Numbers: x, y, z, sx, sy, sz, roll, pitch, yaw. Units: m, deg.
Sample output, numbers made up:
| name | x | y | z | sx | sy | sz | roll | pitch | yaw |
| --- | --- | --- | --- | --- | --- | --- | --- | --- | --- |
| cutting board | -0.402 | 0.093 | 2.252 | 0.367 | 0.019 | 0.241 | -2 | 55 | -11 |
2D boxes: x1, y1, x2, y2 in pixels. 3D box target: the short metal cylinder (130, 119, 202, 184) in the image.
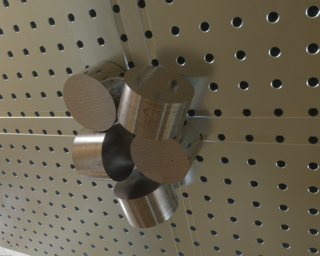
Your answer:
| name | x | y | z | sx | sy | sz | roll | pitch | yaw |
| --- | --- | --- | --- | --- | --- | --- | --- | --- | --- |
| short metal cylinder | 0.009 | 0.026 | 0.407 | 0.080 | 0.050 | 0.079 | 13 | 124 | 20 |

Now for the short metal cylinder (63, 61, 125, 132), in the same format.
| name | x | y | z | sx | sy | sz | roll | pitch | yaw |
| --- | --- | --- | --- | --- | --- | --- | --- | --- | --- |
| short metal cylinder | -0.079 | -0.042 | 0.410 | 0.080 | 0.050 | 0.079 | 14 | 125 | 21 |

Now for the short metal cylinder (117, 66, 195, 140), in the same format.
| name | x | y | z | sx | sy | sz | roll | pitch | yaw |
| --- | --- | --- | --- | --- | --- | --- | --- | --- | --- |
| short metal cylinder | -0.006 | -0.031 | 0.360 | 0.080 | 0.080 | 0.050 | 25 | 127 | 12 |

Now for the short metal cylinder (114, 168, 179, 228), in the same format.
| name | x | y | z | sx | sy | sz | roll | pitch | yaw |
| --- | --- | --- | --- | --- | --- | --- | --- | --- | --- |
| short metal cylinder | -0.019 | 0.096 | 0.444 | 0.080 | 0.080 | 0.050 | -6 | 116 | 31 |

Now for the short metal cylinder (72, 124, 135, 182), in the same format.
| name | x | y | z | sx | sy | sz | roll | pitch | yaw |
| --- | --- | --- | --- | --- | --- | --- | --- | --- | --- |
| short metal cylinder | -0.076 | 0.035 | 0.438 | 0.050 | 0.080 | 0.080 | -3 | 117 | 29 |
